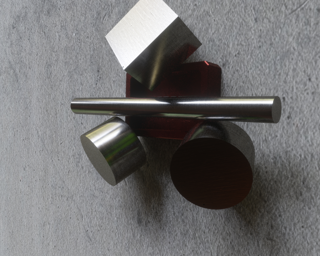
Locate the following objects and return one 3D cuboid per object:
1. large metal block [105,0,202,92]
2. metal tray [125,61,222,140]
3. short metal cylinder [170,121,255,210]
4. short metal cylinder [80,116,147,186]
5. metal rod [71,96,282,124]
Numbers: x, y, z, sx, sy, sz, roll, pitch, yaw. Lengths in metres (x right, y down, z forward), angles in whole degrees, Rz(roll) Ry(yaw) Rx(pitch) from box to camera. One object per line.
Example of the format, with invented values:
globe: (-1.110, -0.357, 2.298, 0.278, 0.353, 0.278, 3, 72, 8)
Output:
large metal block: (-0.010, -0.105, 0.370, 0.080, 0.050, 0.080, -42, 47, 14)
metal tray: (0.012, -0.032, 0.394, 0.130, 0.030, 0.089, 3, 92, 40)
short metal cylinder: (0.056, 0.037, 0.323, 0.080, 0.050, 0.079, 7, 114, 16)
short metal cylinder: (-0.063, 0.031, 0.418, 0.080, 0.050, 0.080, 40, 150, 30)
metal rod: (-0.010, -0.025, 0.375, 0.300, 0.025, 0.025, 4, 93, 39)
